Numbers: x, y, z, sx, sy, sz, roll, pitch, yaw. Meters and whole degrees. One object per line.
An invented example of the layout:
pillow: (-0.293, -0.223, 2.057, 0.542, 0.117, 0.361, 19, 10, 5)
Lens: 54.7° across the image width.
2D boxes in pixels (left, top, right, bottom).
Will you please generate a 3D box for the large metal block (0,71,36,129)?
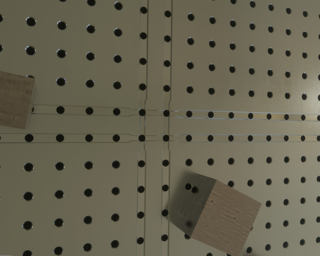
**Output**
large metal block: (-0.175, -0.030, 0.319, 0.081, 0.080, 0.050, 11, 87, -20)

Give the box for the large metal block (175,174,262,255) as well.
large metal block: (0.081, 0.121, 0.431, 0.080, 0.050, 0.080, 30, 80, -18)
